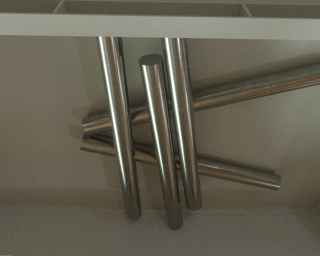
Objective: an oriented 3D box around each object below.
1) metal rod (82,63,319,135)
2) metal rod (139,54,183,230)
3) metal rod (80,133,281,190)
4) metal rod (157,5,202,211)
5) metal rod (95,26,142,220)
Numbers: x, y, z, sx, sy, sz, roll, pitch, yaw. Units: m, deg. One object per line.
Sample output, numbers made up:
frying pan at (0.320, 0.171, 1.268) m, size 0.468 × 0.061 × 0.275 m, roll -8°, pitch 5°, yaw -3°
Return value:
metal rod at (0.049, -0.034, 0.381) m, size 0.301 × 0.025 × 0.025 m, roll -12°, pitch 129°, yaw 9°
metal rod at (0.008, 0.043, 0.411) m, size 0.025 × 0.025 × 0.298 m, roll -5°, pitch 130°, yaw 4°
metal rod at (0.038, 0.052, 0.453) m, size 0.302 × 0.025 × 0.025 m, roll 13°, pitch 129°, yaw -12°
metal rod at (0.031, 0.004, 0.378) m, size 0.025 × 0.025 × 0.298 m, roll -7°, pitch 130°, yaw 5°
metal rod at (-0.045, 0.021, 0.391) m, size 0.025 × 0.025 × 0.298 m, roll -2°, pitch 130°, yaw 1°
